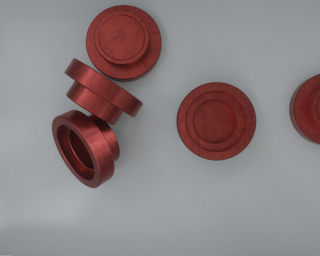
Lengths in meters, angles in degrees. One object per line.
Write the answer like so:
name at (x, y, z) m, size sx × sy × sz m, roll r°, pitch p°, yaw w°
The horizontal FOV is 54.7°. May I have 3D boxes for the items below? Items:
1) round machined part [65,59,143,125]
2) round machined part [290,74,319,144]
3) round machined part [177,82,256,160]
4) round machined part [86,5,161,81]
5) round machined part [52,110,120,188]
round machined part at (-0.072, -0.039, 0.374) m, size 0.098 × 0.098 × 0.042 m, roll 33°, pitch 90°, yaw -1°
round machined part at (0.224, -0.025, 0.400) m, size 0.099 × 0.042 × 0.097 m, roll 0°, pitch 89°, yaw 6°
round machined part at (0.070, -0.009, 0.404) m, size 0.099 × 0.042 × 0.097 m, roll 0°, pitch 90°, yaw -1°
round machined part at (-0.047, -0.112, 0.402) m, size 0.099 × 0.042 × 0.097 m, roll 0°, pitch 90°, yaw -1°
round machined part at (-0.088, 0.022, 0.384) m, size 0.042 × 0.098 × 0.098 m, roll -32°, pitch 91°, yaw -36°
